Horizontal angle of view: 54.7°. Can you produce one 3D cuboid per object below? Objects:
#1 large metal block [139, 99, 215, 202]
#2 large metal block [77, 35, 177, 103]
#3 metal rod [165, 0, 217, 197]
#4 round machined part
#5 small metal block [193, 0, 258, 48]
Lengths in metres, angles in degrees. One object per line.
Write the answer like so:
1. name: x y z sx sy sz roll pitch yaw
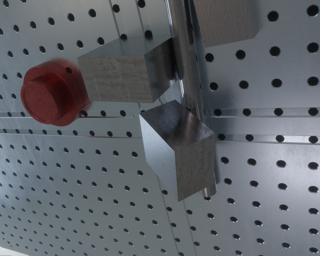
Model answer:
1. large metal block: 0.020 0.025 0.369 0.080 0.050 0.079 46 151 45
2. large metal block: -0.030 -0.068 0.349 0.080 0.080 0.050 4 120 26
3. metal rod: 0.037 -0.043 0.364 0.025 0.025 0.298 2 120 27
4. round machined part: -0.165 -0.044 0.460 0.098 0.042 0.097 13 124 21
5. small metal block: 0.066 -0.112 0.307 0.050 0.025 0.050 -4 117 30
